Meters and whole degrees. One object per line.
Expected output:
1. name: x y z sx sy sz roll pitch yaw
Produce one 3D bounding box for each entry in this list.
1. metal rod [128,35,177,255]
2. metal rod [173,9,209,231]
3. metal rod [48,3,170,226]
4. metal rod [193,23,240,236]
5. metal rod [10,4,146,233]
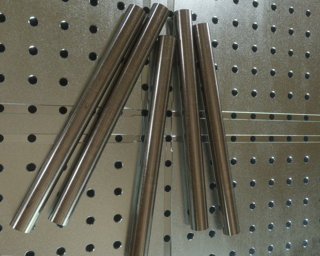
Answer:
1. metal rod: -0.010 0.027 0.409 0.025 0.025 0.299 9 87 -20
2. metal rod: 0.043 -0.009 0.428 0.025 0.025 0.298 -5 92 -20
3. metal rod: -0.060 -0.024 0.391 0.025 0.025 0.299 27 81 -18
4. metal rod: 0.080 0.004 0.441 0.025 0.025 0.298 -11 94 -20
5. metal rod: -0.094 -0.019 0.377 0.025 0.025 0.299 29 80 -18
